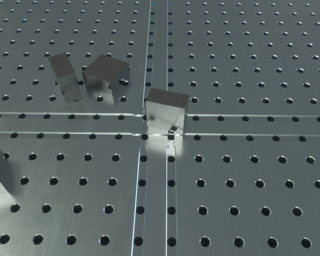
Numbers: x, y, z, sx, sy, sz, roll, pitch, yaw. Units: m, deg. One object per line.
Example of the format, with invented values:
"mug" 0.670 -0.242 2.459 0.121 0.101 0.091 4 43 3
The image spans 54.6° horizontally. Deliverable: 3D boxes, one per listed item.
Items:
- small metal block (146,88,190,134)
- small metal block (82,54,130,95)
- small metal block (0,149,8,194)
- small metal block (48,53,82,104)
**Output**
"small metal block" 0.010 -0.022 0.410 0.050 0.050 0.025 12 51 10
"small metal block" -0.082 -0.083 0.477 0.050 0.025 0.050 22 53 17
"small metal block" -0.209 0.055 0.361 0.050 0.025 0.050 -15 52 -13
"small metal block" -0.138 -0.072 0.452 0.025 0.050 0.050 -21 53 -17
